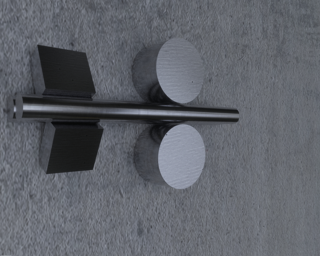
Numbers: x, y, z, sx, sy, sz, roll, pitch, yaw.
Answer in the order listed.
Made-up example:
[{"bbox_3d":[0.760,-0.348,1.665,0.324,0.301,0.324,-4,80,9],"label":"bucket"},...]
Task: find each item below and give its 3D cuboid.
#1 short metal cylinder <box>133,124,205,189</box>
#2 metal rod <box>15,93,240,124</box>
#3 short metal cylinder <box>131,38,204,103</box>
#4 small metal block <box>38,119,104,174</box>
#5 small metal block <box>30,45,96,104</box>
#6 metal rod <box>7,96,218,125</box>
[{"bbox_3d":[0.013,0.035,0.400,0.081,0.050,0.079,0,90,-40],"label":"short metal cylinder"},{"bbox_3d":[-0.007,-0.018,0.368,0.302,0.025,0.025,0,90,-40],"label":"metal rod"},{"bbox_3d":[0.011,-0.070,0.398,0.081,0.050,0.079,0,90,-40],"label":"short metal cylinder"},{"bbox_3d":[-0.091,0.017,0.317,0.050,0.025,0.050,1,116,-41],"label":"small metal block"},{"bbox_3d":[-0.098,-0.052,0.312,0.050,0.025,0.050,0,63,-40],"label":"small metal block"},{"bbox_3d":[-0.024,-0.017,0.386,0.302,0.025,0.025,0,90,-40],"label":"metal rod"}]
